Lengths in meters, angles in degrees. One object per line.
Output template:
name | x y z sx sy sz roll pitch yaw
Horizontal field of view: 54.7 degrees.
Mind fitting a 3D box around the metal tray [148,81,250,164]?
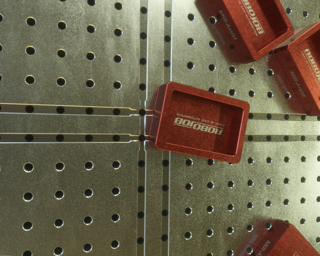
metal tray | 0.057 -0.005 0.432 0.131 0.030 0.090 12 86 -20

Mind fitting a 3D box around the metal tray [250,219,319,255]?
metal tray | 0.182 0.221 0.480 0.130 0.030 0.090 -47 105 -14

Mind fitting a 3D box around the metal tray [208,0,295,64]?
metal tray | 0.134 -0.174 0.460 0.090 0.030 0.130 -36 102 -17

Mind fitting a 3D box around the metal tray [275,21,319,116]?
metal tray | 0.255 -0.095 0.506 0.090 0.030 0.130 -36 102 -17
